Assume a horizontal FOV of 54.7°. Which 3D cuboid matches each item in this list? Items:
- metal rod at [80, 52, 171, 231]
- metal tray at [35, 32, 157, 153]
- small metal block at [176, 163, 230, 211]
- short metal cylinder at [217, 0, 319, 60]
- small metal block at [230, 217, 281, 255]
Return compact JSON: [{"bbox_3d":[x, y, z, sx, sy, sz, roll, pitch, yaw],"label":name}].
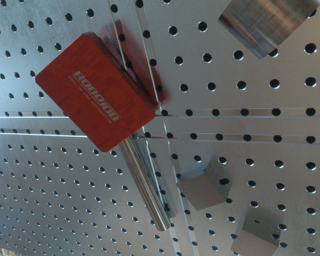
[{"bbox_3d":[-0.046,0.030,0.452,0.025,0.025,0.299,-9,114,32],"label":"metal rod"},{"bbox_3d":[-0.079,-0.043,0.393,0.090,0.030,0.130,-36,105,17],"label":"metal tray"},{"bbox_3d":[0.060,0.083,0.430,0.050,0.025,0.050,-30,102,37],"label":"small metal block"},{"bbox_3d":[0.095,-0.105,0.260,0.050,0.080,0.080,42,129,-1],"label":"short metal cylinder"},{"bbox_3d":[0.135,0.161,0.439,0.050,0.025,0.050,23,127,13],"label":"small metal block"}]
